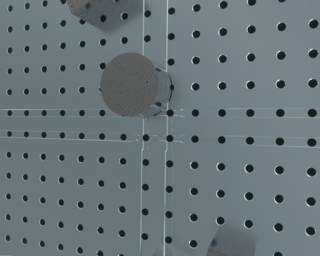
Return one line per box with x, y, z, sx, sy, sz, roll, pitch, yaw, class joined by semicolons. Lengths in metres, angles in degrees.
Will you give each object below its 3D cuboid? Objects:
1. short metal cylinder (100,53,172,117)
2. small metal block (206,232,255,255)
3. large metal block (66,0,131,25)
-0.031;-0.054;0.410;0.080;0.050;0.080;0;90;20;short metal cylinder
0.083;0.154;0.370;0.050;0.050;0.025;19;97;19;small metal block
-0.091;-0.206;0.431;0.080;0.050;0.080;-26;82;18;large metal block
